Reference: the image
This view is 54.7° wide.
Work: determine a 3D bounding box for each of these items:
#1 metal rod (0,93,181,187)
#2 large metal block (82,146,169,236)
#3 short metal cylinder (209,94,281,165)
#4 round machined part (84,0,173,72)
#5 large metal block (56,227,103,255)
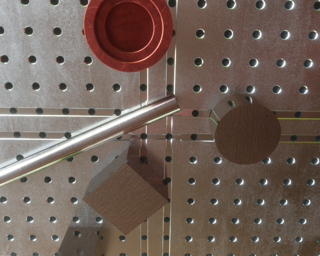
[{"bbox_3d":[-0.115,0.024,0.421,0.301,0.025,0.025,-23,109,8],"label":"metal rod"},{"bbox_3d":[-0.045,0.087,0.432,0.080,0.050,0.080,-41,105,13],"label":"large metal block"},{"bbox_3d":[0.107,0.000,0.401,0.081,0.050,0.079,0,110,0],"label":"short metal cylinder"},{"bbox_3d":[-0.035,-0.117,0.361,0.099,0.042,0.097,0,110,0],"label":"round machined part"},{"bbox_3d":[-0.118,0.205,0.459,0.050,0.080,0.079,0,110,0],"label":"large metal block"}]
